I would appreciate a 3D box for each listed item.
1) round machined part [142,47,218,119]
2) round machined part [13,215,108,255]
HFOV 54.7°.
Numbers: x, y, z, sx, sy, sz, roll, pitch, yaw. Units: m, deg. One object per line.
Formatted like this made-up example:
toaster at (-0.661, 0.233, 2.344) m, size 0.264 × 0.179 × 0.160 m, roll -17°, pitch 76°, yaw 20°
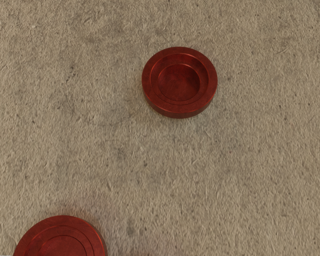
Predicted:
round machined part at (0.026, -0.057, 0.420) m, size 0.099 × 0.042 × 0.098 m, roll 0°, pitch 70°, yaw 0°
round machined part at (-0.107, 0.149, 0.344) m, size 0.099 × 0.042 × 0.098 m, roll 0°, pitch 70°, yaw 0°
